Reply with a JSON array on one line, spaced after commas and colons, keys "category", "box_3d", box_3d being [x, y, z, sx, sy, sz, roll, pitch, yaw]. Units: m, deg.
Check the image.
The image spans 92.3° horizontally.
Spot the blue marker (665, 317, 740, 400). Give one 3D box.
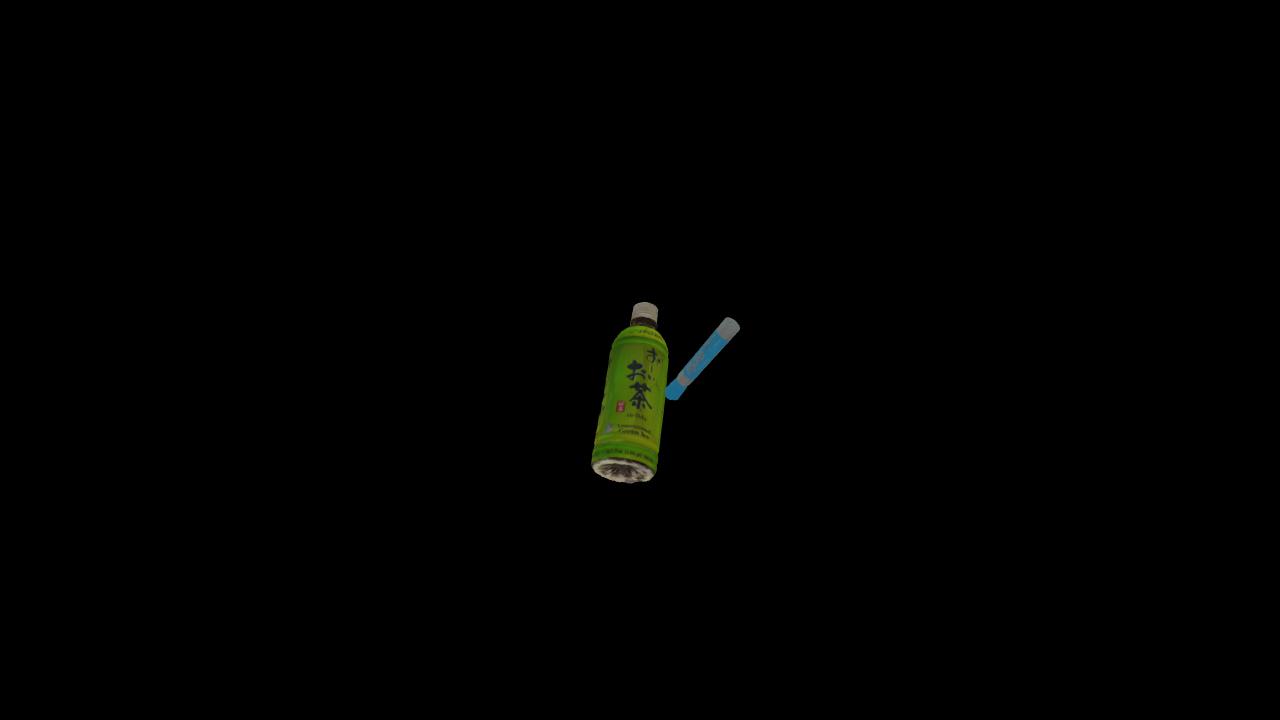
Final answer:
[{"category": "blue marker", "box_3d": [0.062, 0.003, 0.647, 0.020, 0.020, 0.121, 0, -40, -41]}]

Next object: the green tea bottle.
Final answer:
[{"category": "green tea bottle", "box_3d": [-0.005, 0.029, 0.690, 0.073, 0.212, 0.073, 6, -33, 4]}]
